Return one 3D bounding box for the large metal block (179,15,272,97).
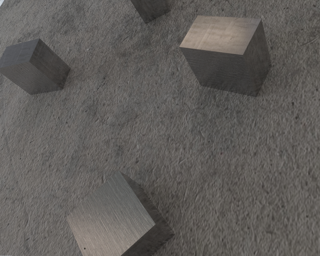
[{"bbox_3d":[0.083,-0.088,0.379,0.080,0.080,0.050,18,71,35],"label":"large metal block"}]

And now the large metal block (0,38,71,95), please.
[{"bbox_3d":[-0.223,-0.106,0.551,0.080,0.080,0.050,-4,60,26],"label":"large metal block"}]

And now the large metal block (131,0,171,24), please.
[{"bbox_3d":[-0.028,-0.243,0.532,0.050,0.080,0.080,-24,53,14],"label":"large metal block"}]

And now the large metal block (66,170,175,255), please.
[{"bbox_3d":[-0.045,0.109,0.344,0.080,0.050,0.080,-42,51,-1],"label":"large metal block"}]
